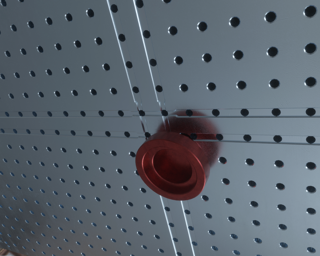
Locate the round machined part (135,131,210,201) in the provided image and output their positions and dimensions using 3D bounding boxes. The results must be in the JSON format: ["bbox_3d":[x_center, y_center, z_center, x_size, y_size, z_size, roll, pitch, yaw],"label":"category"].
[{"bbox_3d":[0.020,0.047,0.417,0.098,0.042,0.097,13,124,20],"label":"round machined part"}]
